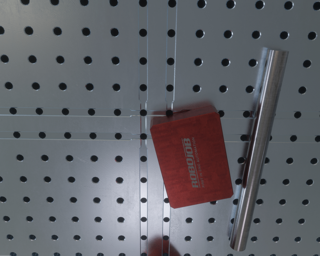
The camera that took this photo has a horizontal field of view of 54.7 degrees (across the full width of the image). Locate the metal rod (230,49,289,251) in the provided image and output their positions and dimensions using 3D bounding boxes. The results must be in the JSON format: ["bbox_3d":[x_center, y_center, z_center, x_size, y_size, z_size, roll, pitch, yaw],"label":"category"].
[{"bbox_3d":[0.133,0.044,0.430,0.025,0.025,0.298,4,110,-2],"label":"metal rod"}]

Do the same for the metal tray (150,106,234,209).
[{"bbox_3d":[0.045,0.042,0.427,0.090,0.030,0.129,-12,110,4],"label":"metal tray"}]
